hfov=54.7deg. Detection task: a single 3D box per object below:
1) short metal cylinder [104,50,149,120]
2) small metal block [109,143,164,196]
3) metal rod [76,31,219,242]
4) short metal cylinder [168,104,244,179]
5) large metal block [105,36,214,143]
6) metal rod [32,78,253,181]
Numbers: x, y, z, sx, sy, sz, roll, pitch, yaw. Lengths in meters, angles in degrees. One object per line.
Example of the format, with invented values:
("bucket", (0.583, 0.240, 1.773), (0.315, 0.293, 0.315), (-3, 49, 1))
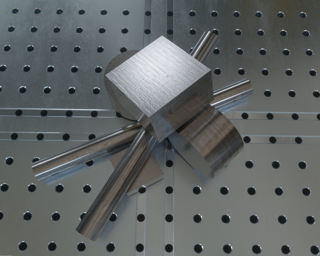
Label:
("short metal cylinder", (-0.031, -0.057, 0.415), (0.081, 0.050, 0.080), (0, 70, 0))
("small metal block", (-0.029, 0.050, 0.389), (0.050, 0.025, 0.050), (-26, 72, -10))
("metal rod", (-0.005, -0.004, 0.383), (0.025, 0.025, 0.300), (29, 72, 10))
("short metal cylinder", (0.053, 0.015, 0.374), (0.050, 0.080, 0.080), (-42, 75, -13))
("large metal block", (0.001, -0.045, 0.344), (0.080, 0.050, 0.080), (-38, 57, -12))
("metal rod", (-0.016, -0.001, 0.408), (0.302, 0.025, 0.025), (-22, 72, -8))
